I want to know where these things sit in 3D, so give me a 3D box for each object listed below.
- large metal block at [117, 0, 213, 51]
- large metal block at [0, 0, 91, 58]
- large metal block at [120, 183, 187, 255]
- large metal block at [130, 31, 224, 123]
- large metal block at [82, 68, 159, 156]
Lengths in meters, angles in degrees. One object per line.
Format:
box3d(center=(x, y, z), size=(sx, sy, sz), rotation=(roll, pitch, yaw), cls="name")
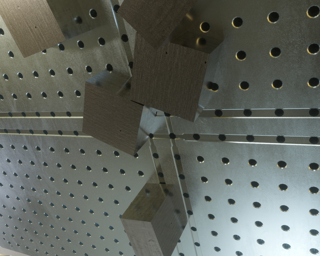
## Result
box3d(center=(0.018, -0.128, 0.287), size=(0.050, 0.080, 0.080), rotation=(45, 129, -3), cls="large metal block")
box3d(center=(-0.146, -0.142, 0.385), size=(0.080, 0.050, 0.080), rotation=(-10, 114, 32), cls="large metal block")
box3d(center=(-0.006, 0.141, 0.466), size=(0.050, 0.080, 0.080), rotation=(-3, 117, 30), cls="large metal block")
box3d(center=(0.017, -0.064, 0.347), size=(0.080, 0.050, 0.079), rotation=(21, 126, 16), cls="large metal block")
box3d(center=(-0.052, -0.022, 0.410), size=(0.080, 0.050, 0.079), rotation=(24, 127, 13), cls="large metal block")
